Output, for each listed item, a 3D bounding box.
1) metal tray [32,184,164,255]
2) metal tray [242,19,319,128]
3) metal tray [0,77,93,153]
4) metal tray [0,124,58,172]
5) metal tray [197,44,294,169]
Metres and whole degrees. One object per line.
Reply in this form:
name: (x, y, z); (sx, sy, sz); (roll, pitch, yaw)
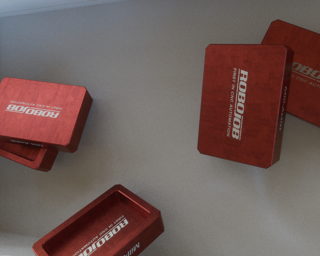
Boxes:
metal tray: (-0.071, 0.131, 0.370); (0.090, 0.131, 0.030); (22, 135, 42)
metal tray: (0.169, -0.055, 0.348); (0.130, 0.030, 0.090); (28, 99, 17)
metal tray: (-0.171, -0.020, 0.437); (0.131, 0.030, 0.090); (8, 67, 8)
metal tray: (-0.209, 0.003, 0.469); (0.130, 0.030, 0.090); (17, 79, 19)
metal tray: (0.094, -0.028, 0.352); (0.090, 0.030, 0.129); (11, 103, 35)
